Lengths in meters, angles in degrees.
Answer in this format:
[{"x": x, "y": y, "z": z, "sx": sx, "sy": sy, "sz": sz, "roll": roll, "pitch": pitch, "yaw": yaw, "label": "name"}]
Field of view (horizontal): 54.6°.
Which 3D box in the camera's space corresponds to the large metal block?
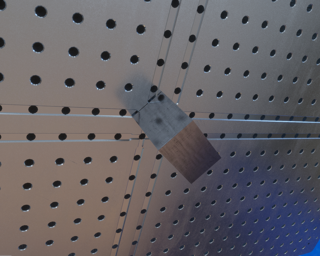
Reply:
[{"x": 0.021, "y": 0.012, "z": 0.393, "sx": 0.050, "sy": 0.080, "sz": 0.080, "roll": -41, "pitch": 130, "yaw": 0, "label": "large metal block"}]
